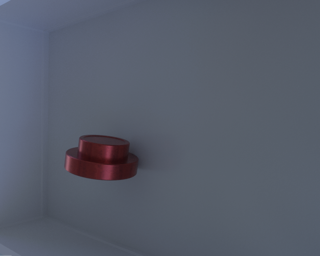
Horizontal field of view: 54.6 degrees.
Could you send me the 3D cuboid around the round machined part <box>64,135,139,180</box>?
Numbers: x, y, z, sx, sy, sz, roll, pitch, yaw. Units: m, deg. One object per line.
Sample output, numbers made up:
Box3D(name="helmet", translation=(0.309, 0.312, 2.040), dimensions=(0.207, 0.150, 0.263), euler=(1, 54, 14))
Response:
Box3D(name="round machined part", translation=(-0.078, 0.036, 0.425), dimensions=(0.098, 0.099, 0.042), euler=(14, 99, 39))
